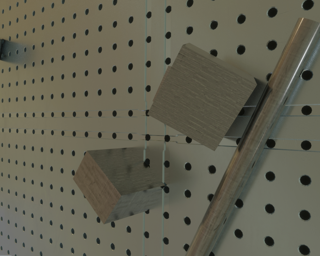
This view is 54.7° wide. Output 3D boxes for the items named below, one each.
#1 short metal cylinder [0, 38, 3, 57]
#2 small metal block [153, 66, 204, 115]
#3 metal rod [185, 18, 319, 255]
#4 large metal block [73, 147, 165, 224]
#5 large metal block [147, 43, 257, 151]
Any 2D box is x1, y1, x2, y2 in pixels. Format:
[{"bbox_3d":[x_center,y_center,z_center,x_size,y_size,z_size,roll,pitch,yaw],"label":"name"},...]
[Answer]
[{"bbox_3d":[-0.407,-0.188,0.704,0.080,0.081,0.050,24,105,37],"label":"short metal cylinder"},{"bbox_3d":[0.025,-0.043,0.387,0.050,0.025,0.050,38,113,33],"label":"small metal block"},{"bbox_3d":[0.091,0.034,0.333,0.025,0.025,0.298,33,110,35],"label":"metal rod"},{"bbox_3d":[-0.055,0.073,0.417,0.080,0.081,0.050,45,117,30],"label":"large metal block"},{"bbox_3d":[0.045,-0.035,0.332,0.080,0.050,0.079,29,111,2],"label":"large metal block"}]
